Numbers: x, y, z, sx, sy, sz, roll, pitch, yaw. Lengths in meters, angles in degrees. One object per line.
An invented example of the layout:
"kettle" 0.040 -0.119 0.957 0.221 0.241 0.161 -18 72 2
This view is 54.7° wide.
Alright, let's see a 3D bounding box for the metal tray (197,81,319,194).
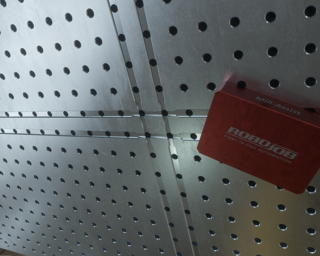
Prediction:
"metal tray" 0.117 0.011 0.353 0.130 0.030 0.089 23 127 14
